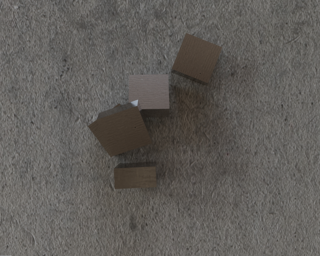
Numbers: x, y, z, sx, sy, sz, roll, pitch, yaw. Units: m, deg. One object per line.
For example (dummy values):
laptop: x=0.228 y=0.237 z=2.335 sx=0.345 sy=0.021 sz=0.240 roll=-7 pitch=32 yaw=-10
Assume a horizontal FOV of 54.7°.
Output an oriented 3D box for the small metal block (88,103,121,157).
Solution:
small metal block: x=-0.057 y=0.003 z=0.409 sx=0.050 sy=0.025 sz=0.050 roll=-36 pitch=90 yaw=0

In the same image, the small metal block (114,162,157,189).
small metal block: x=-0.030 y=0.060 z=0.397 sx=0.050 sy=0.050 sz=0.025 roll=-3 pitch=90 yaw=0

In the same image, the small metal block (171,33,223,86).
small metal block: x=0.048 y=-0.090 z=0.410 sx=0.050 sy=0.025 sz=0.050 roll=22 pitch=90 yaw=0

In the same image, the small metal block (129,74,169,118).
small metal block: x=-0.014 y=-0.041 z=0.401 sx=0.050 sy=0.025 sz=0.050 roll=-1 pitch=67 yaw=-1

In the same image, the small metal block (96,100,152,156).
small metal block: x=-0.042 y=0.000 z=0.375 sx=0.050 sy=0.025 sz=0.050 roll=-19 pitch=111 yaw=5
